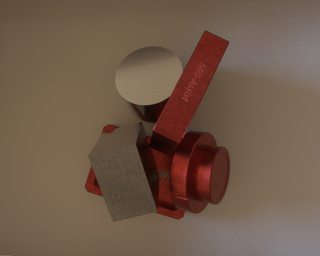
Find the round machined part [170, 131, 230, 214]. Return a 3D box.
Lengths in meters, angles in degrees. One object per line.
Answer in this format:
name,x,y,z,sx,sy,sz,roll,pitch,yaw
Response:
round machined part,0.053,0.054,0.371,0.042,0.098,0.097,6,90,30

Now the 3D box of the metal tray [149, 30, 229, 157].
metal tray,0.032,-0.036,0.362,0.030,0.090,0.130,27,74,3

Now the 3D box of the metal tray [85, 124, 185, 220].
metal tray,-0.021,0.056,0.406,0.131,0.030,0.090,17,90,0

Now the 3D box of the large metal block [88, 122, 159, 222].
large metal block,-0.037,0.047,0.359,0.050,0.080,0.080,-15,106,6

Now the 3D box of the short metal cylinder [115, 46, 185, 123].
short metal cylinder,-0.009,-0.053,0.382,0.080,0.050,0.080,-4,67,10
